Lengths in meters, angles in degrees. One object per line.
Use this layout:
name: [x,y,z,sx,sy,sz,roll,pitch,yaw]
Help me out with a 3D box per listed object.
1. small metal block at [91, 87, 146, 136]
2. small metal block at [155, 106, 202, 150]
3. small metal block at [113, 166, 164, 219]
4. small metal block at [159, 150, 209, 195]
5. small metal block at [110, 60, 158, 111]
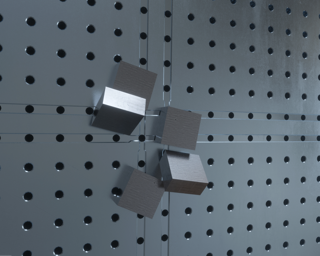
small metal block: [-0.051,-0.019,0.378,0.050,0.050,0.025,16,54,-20]
small metal block: [0.025,0.001,0.423,0.050,0.025,0.050,12,86,-20]
small metal block: [-0.025,0.084,0.404,0.050,0.025,0.050,27,81,-18]
small metal block: [0.030,0.059,0.410,0.050,0.050,0.025,11,128,-20]
small metal block: [-0.037,-0.053,0.400,0.050,0.025,0.050,17,84,-20]
